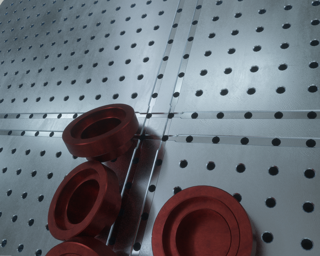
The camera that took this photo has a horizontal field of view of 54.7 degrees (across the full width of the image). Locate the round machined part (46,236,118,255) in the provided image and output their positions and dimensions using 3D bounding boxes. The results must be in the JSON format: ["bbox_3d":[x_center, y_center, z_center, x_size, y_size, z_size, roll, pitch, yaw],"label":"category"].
[{"bbox_3d":[-0.074,0.161,0.320,0.098,0.042,0.097,-1,88,24],"label":"round machined part"}]

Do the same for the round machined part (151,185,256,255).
[{"bbox_3d":[0.045,0.110,0.306,0.098,0.042,0.098,-13,56,20],"label":"round machined part"}]

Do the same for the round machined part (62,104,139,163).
[{"bbox_3d":[-0.075,0.010,0.412,0.098,0.042,0.098,-13,29,8],"label":"round machined part"}]

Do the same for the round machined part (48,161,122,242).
[{"bbox_3d":[-0.085,0.092,0.374,0.098,0.042,0.098,-25,44,27],"label":"round machined part"}]
